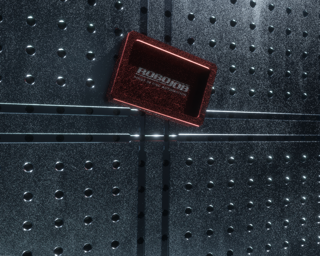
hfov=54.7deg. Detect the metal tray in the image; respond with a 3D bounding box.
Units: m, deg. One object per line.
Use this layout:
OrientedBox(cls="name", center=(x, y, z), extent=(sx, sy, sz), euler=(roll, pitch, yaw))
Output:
OrientedBox(cls="metal tray", center=(0.005, -0.061, 0.412), extent=(0.131, 0.030, 0.090), euler=(17, 84, -20))
